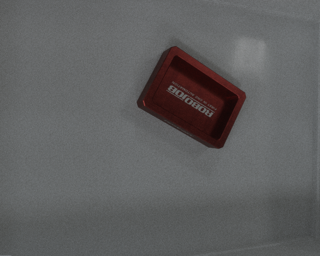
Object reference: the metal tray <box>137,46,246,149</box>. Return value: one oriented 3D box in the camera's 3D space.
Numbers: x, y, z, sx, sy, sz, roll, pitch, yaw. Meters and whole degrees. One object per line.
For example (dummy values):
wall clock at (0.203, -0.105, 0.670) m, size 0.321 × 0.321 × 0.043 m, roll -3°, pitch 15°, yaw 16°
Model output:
metal tray at (0.046, -0.039, 0.425) m, size 0.131 × 0.030 × 0.090 m, roll 30°, pitch 80°, yaw -18°
